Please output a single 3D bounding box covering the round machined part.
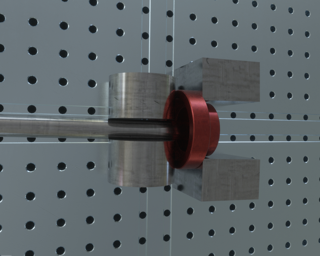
[{"bbox_3d":[0.040,0.002,0.388,0.042,0.098,0.097,1,90,-20],"label":"round machined part"}]

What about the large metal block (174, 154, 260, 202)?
[{"bbox_3d":[0.073,0.062,0.411,0.081,0.080,0.050,3,89,-20],"label":"large metal block"}]

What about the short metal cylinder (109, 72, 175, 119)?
[{"bbox_3d":[-0.022,-0.036,0.375,0.081,0.080,0.050,1,91,-20],"label":"short metal cylinder"}]

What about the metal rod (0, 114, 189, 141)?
[{"bbox_3d":[-0.105,0.000,0.361,0.302,0.025,0.025,2,90,-16],"label":"metal rod"}]

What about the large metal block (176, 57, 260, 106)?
[{"bbox_3d":[0.073,-0.058,0.411,0.081,0.080,0.050,0,90,-20],"label":"large metal block"}]

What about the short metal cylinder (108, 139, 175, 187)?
[{"bbox_3d":[-0.022,0.039,0.374,0.081,0.080,0.050,1,90,-20],"label":"short metal cylinder"}]
